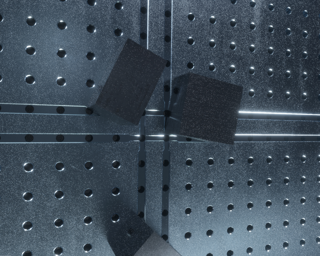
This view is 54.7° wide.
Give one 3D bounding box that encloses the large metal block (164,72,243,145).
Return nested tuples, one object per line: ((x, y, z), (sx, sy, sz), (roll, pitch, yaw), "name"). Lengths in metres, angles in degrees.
((0.059, -0.024, 0.422), (0.081, 0.050, 0.080), (12, 86, -20), "large metal block")

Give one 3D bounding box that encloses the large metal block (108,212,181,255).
((-0.010, 0.159, 0.381), (0.080, 0.080, 0.050), (46, 76, -15), "large metal block")

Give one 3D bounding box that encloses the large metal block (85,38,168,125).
((-0.043, -0.050, 0.368), (0.050, 0.080, 0.080), (27, 81, -18), "large metal block")
